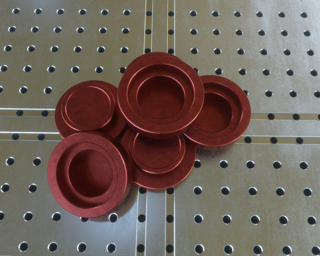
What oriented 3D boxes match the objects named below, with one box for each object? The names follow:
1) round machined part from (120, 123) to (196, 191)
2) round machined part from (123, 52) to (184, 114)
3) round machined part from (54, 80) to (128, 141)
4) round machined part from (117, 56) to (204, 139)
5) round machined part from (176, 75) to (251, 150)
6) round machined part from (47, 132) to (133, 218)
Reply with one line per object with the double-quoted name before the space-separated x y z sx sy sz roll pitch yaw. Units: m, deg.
"round machined part" -0.003 0.028 0.392 0.099 0.042 0.098 0 70 0
"round machined part" -0.003 -0.064 0.426 0.099 0.042 0.098 0 70 0
"round machined part" -0.090 -0.020 0.410 0.099 0.042 0.098 0 70 0
"round machined part" 0.001 -0.033 0.369 0.099 0.042 0.098 0 70 0
"round machined part" 0.065 -0.017 0.409 0.099 0.042 0.098 0 70 0
"round machined part" -0.079 0.052 0.369 0.098 0.042 0.097 1 93 14
